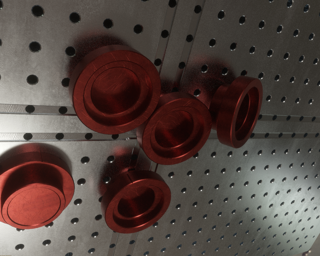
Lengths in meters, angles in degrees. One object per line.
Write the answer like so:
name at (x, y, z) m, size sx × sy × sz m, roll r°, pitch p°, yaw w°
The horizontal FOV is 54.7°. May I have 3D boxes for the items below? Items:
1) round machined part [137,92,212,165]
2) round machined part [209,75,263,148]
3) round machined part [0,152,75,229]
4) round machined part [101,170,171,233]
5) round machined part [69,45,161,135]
round machined part at (0.015, -0.003, 0.407) m, size 0.099 × 0.042 × 0.097 m, roll -13°, pitch 124°, yaw -20°
round machined part at (0.101, -0.024, 0.426) m, size 0.099 × 0.042 × 0.097 m, roll -31°, pitch 131°, yaw -44°
round machined part at (-0.151, 0.081, 0.368) m, size 0.099 × 0.042 × 0.097 m, roll -14°, pitch 125°, yaw -21°
round machined part at (-0.037, 0.100, 0.443) m, size 0.099 × 0.042 × 0.097 m, roll -14°, pitch 125°, yaw -21°
round machined part at (-0.052, -0.045, 0.345) m, size 0.099 × 0.042 × 0.097 m, roll -14°, pitch 125°, yaw -21°
